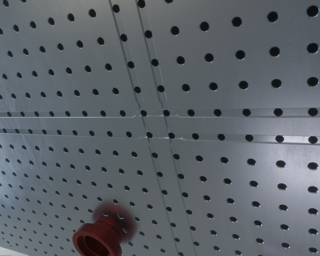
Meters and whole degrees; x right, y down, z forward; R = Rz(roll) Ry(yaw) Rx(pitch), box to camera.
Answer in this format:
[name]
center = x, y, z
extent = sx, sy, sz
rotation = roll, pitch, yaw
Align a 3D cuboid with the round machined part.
[round machined part]
center = -0.115, 0.220, 0.597
extent = 0.098, 0.042, 0.097
rotation = 13, 124, 21
